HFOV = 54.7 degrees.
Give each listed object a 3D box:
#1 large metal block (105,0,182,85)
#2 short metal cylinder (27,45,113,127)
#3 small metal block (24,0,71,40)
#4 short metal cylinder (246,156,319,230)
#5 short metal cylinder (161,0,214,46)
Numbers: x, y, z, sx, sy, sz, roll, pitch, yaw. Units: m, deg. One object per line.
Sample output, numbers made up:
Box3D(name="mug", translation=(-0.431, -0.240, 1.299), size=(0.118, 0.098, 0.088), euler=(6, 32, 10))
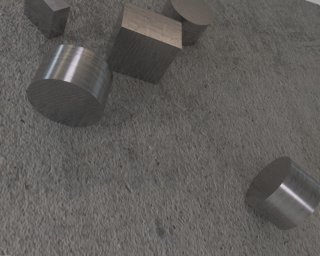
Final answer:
Box3D(name="large metal block", translation=(-0.025, -0.113, 0.424), size=(0.081, 0.080, 0.050), euler=(15, 56, -20))
Box3D(name="short metal cylinder", translation=(-0.097, -0.044, 0.343), size=(0.080, 0.080, 0.050), euler=(21, 54, -16))
Box3D(name="small metal block", translation=(-0.147, -0.153, 0.402), size=(0.050, 0.050, 0.025), euler=(47, 51, 4))
Box3D(name="short metal cylinder", translation=(0.159, 0.084, 0.403), size=(0.050, 0.080, 0.080), euler=(40, 51, -1))
Box3D(name="short metal cylinder", translation=(0.043, -0.186, 0.524), size=(0.081, 0.050, 0.080), euler=(14, 56, -21))
